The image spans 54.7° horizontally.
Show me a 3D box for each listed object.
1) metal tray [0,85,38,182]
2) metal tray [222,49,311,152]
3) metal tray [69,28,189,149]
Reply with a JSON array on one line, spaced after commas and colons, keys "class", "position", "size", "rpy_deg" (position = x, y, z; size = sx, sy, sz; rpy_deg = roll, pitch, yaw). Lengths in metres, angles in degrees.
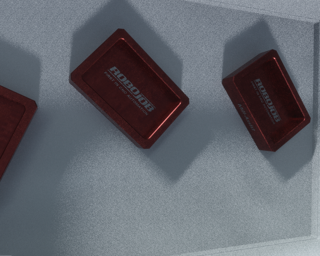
[{"class": "metal tray", "position": [-0.203, 0.012, 0.332], "size": [0.090, 0.030, 0.130], "rpy_deg": [26, 81, -19]}, {"class": "metal tray", "position": [0.163, -0.040, 0.469], "size": [0.090, 0.030, 0.130], "rpy_deg": [-35, 102, -17]}, {"class": "metal tray", "position": [-0.037, -0.047, 0.394], "size": [0.130, 0.030, 0.090], "rpy_deg": [45, 76, -15]}]
